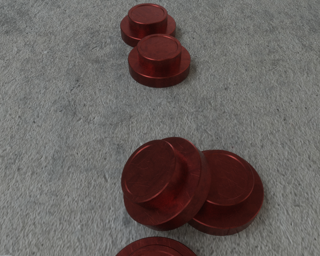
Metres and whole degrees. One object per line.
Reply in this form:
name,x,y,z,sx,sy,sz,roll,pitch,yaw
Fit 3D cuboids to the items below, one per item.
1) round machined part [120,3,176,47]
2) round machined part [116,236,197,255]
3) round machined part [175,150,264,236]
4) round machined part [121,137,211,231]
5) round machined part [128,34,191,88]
round machined part,-0.021,-0.184,0.547,0.099,0.042,0.098,0,50,0
round machined part,-0.004,0.143,0.272,0.099,0.042,0.098,0,50,0
round machined part,0.064,0.063,0.340,0.099,0.042,0.098,0,50,0
round machined part,-0.001,0.051,0.318,0.098,0.042,0.098,-24,46,27
round machined part,-0.001,-0.111,0.485,0.099,0.042,0.098,0,50,0
